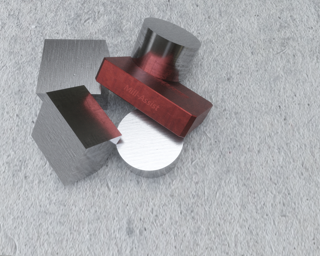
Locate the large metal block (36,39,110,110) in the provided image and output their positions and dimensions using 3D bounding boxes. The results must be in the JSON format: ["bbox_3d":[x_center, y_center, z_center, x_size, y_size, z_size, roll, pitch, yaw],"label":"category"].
[{"bbox_3d":[-0.113,-0.071,0.419,0.080,0.050,0.080,1,70,0],"label":"large metal block"}]

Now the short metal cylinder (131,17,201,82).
[{"bbox_3d":[0.007,-0.105,0.414,0.080,0.050,0.080,19,33,-12],"label":"short metal cylinder"}]

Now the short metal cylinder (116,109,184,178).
[{"bbox_3d":[-0.012,0.019,0.390,0.081,0.050,0.080,0,70,0],"label":"short metal cylinder"}]

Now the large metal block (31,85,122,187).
[{"bbox_3d":[-0.102,0.009,0.369,0.050,0.080,0.080,-22,68,-46],"label":"large metal block"}]

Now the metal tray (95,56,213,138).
[{"bbox_3d":[-0.004,-0.045,0.393,0.130,0.090,0.030,34,113,11],"label":"metal tray"}]
